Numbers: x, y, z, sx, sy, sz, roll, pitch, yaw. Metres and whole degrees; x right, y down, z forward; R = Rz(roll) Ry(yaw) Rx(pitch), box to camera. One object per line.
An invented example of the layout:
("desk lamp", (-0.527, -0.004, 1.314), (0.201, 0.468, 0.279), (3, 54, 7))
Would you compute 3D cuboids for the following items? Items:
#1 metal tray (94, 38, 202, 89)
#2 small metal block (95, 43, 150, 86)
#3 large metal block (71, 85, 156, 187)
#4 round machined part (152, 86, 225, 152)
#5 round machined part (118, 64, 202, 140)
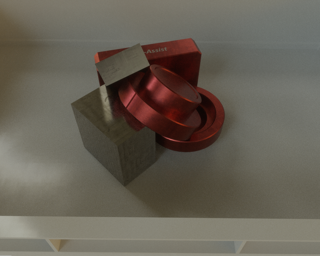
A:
("metal tray", (-0.015, -0.066, 0.415), (0.131, 0.089, 0.030), (-12, 52, -10))
("small metal block", (-0.043, -0.070, 0.341), (0.050, 0.025, 0.050), (-27, 16, -6))
("large metal block", (-0.051, 0.008, 0.361), (0.050, 0.080, 0.080), (-37, 59, -27))
("round machined part", (0.031, -0.008, 0.401), (0.099, 0.042, 0.098), (0, 50, 0))
("round machined part", (0.007, -0.034, 0.346), (0.098, 0.042, 0.098), (30, 24, -15))
